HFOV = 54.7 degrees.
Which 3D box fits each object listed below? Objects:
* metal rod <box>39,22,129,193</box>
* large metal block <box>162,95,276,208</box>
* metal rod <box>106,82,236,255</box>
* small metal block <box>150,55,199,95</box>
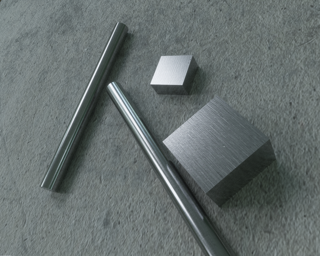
[{"bbox_3d":[-0.111,-0.046,0.488,0.025,0.025,0.300,5,64,30],"label":"metal rod"},{"bbox_3d":[0.064,0.024,0.339,0.080,0.050,0.080,-41,51,0],"label":"large metal block"},{"bbox_3d":[-0.004,0.035,0.382,0.025,0.025,0.300,-37,51,3],"label":"metal rod"},{"bbox_3d":[0.021,-0.075,0.438,0.050,0.025,0.050,6,64,30],"label":"small metal block"}]
